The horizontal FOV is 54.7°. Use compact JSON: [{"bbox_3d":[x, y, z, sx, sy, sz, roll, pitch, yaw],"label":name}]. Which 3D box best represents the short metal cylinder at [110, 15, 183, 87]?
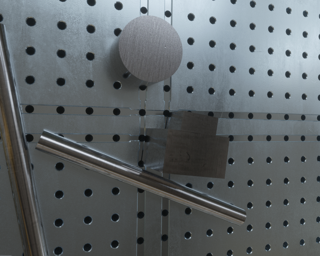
[{"bbox_3d":[-0.018,-0.095,0.393,0.081,0.050,0.079,0,90,-20],"label":"short metal cylinder"}]

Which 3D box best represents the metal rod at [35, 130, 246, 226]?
[{"bbox_3d":[-0.011,0.073,0.409,0.302,0.025,0.025,25,82,-19],"label":"metal rod"}]

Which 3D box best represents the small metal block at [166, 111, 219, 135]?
[{"bbox_3d":[0.042,-0.005,0.416,0.050,0.050,0.025,10,87,-20],"label":"small metal block"}]

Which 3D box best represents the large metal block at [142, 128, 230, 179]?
[{"bbox_3d":[0.030,0.031,0.396,0.081,0.080,0.050,8,87,-20],"label":"large metal block"}]

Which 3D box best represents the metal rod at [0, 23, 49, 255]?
[{"bbox_3d":[-0.162,0.034,0.353,0.025,0.025,0.298,-10,94,-20],"label":"metal rod"}]
